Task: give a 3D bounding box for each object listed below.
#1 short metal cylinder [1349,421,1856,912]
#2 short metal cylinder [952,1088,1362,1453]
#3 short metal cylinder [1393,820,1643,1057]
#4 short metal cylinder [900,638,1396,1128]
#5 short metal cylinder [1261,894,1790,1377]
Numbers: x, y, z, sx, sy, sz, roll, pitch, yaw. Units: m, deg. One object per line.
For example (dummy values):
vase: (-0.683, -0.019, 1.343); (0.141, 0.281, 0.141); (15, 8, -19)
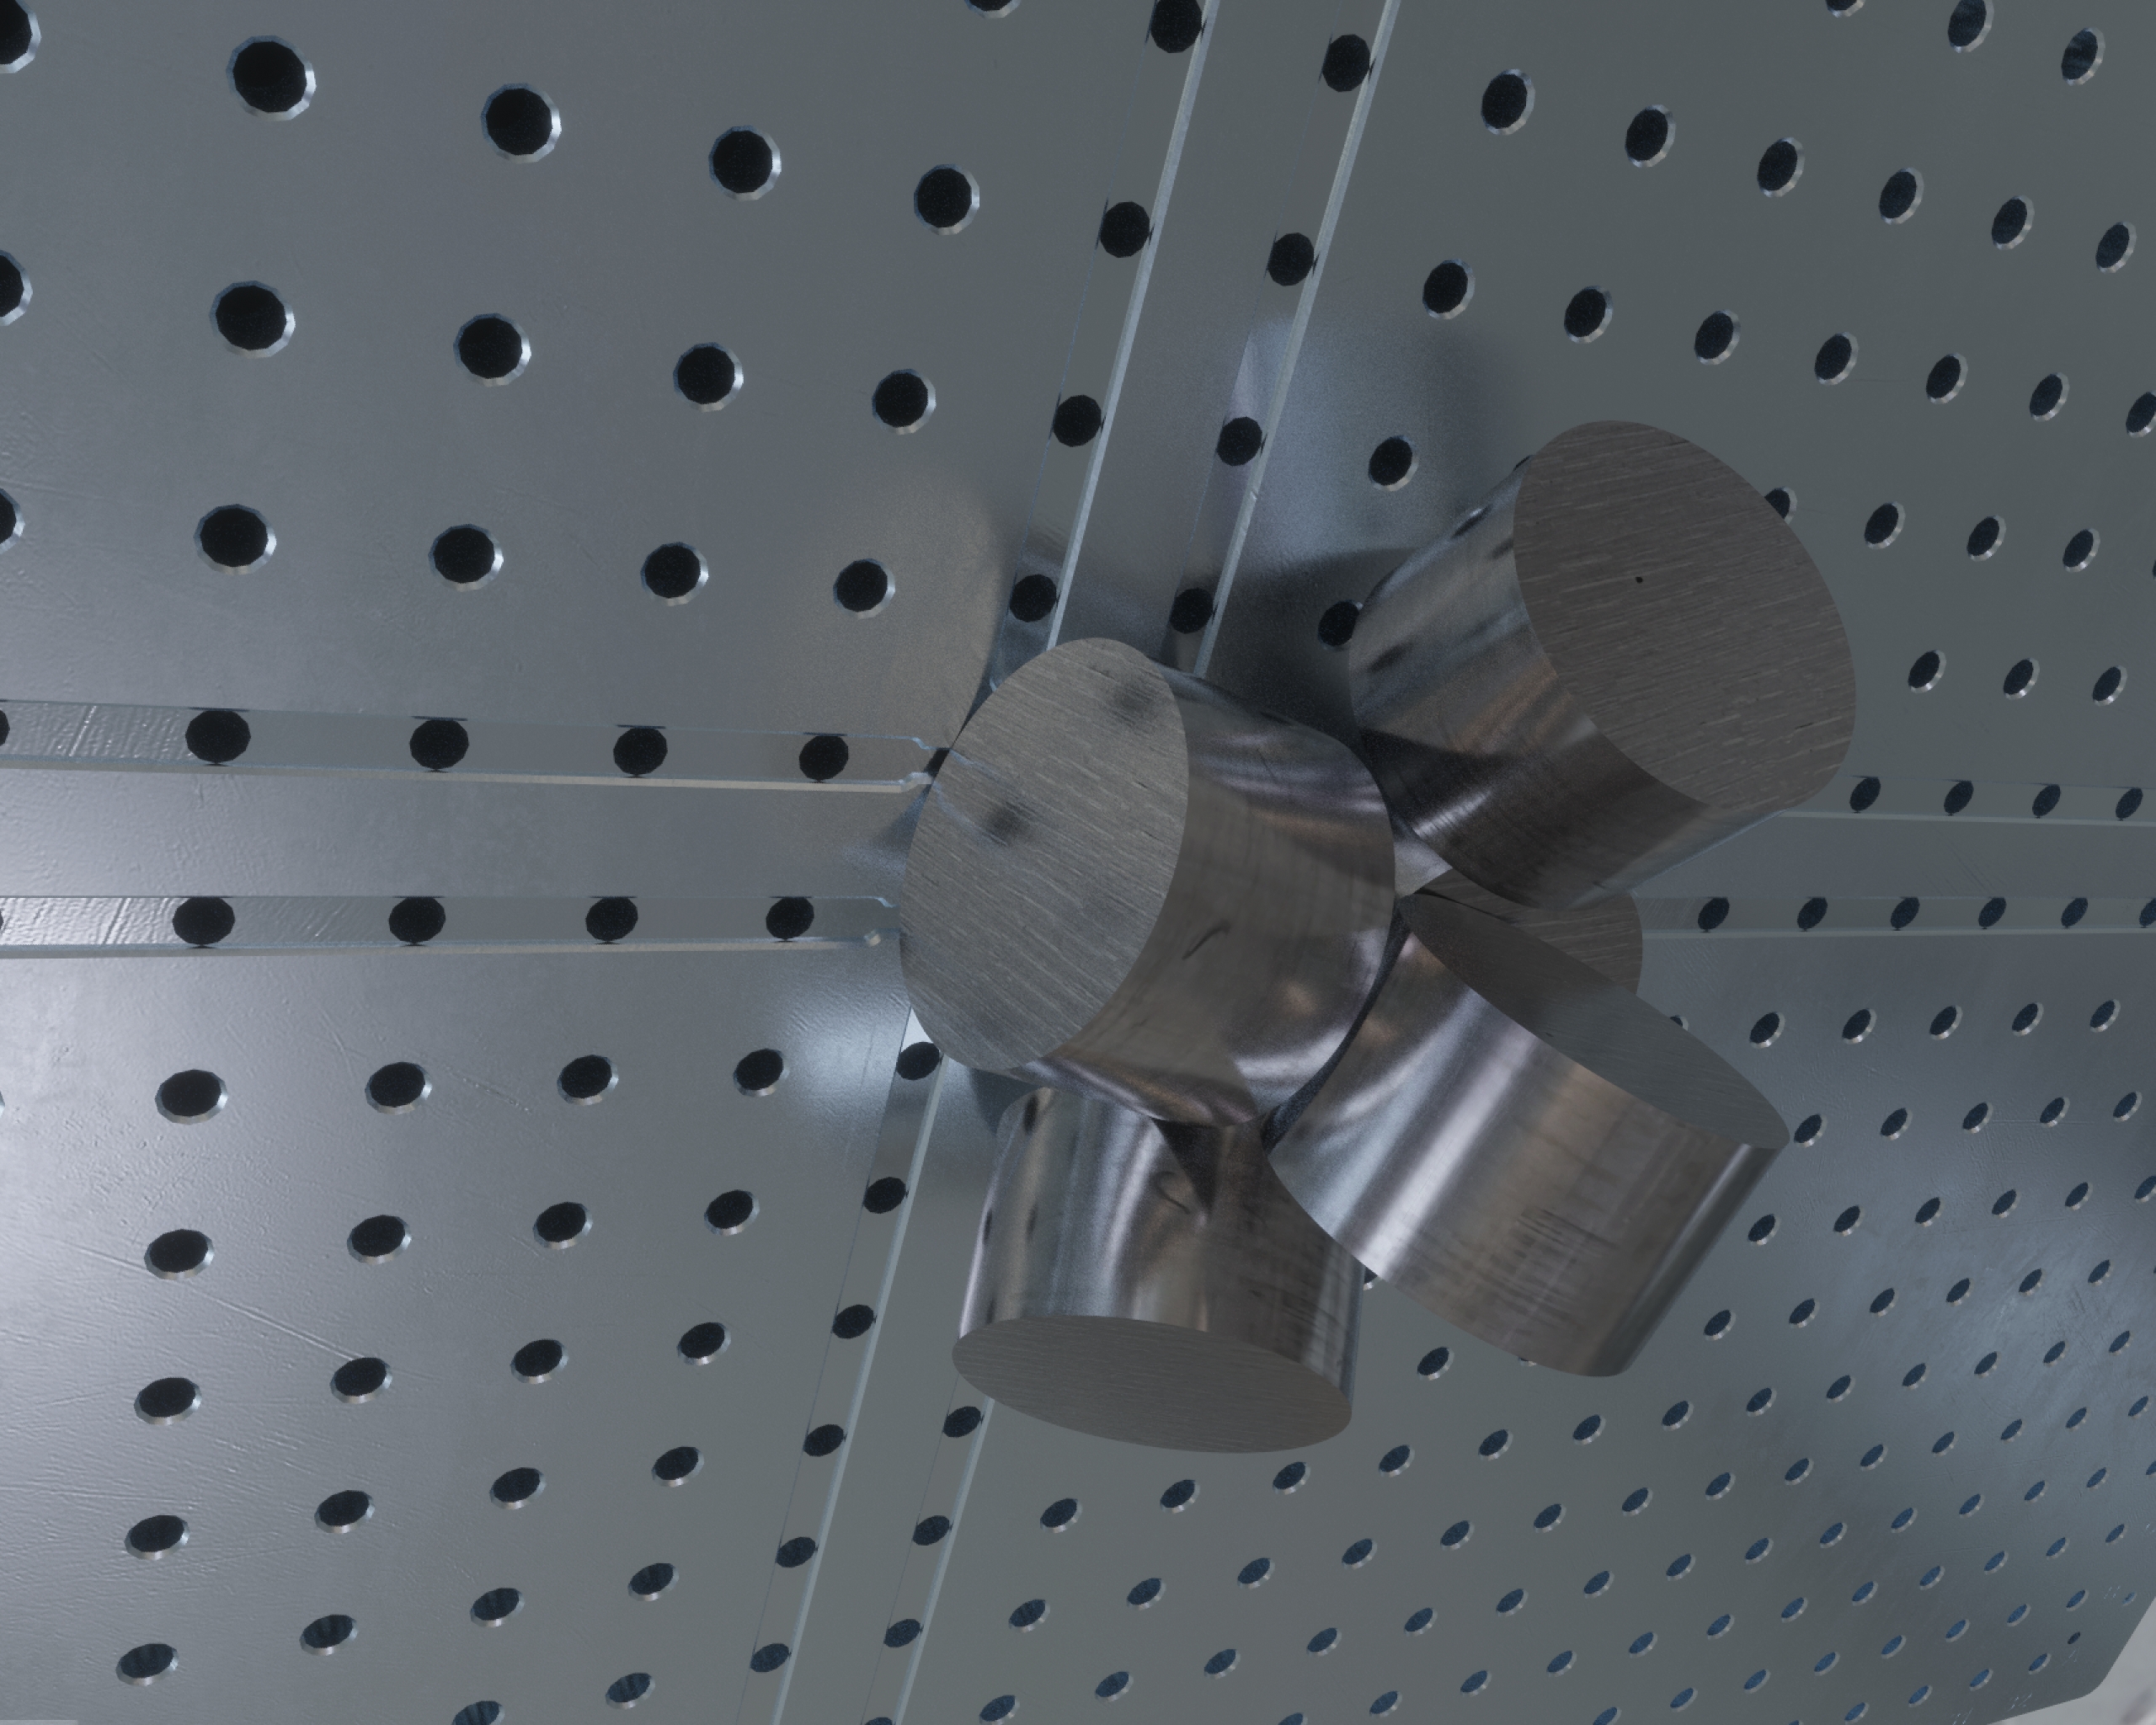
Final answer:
short metal cylinder: (0.100, -0.036, 0.398); (0.081, 0.080, 0.050); (2, 157, -29)
short metal cylinder: (0.018, 0.084, 0.430); (0.080, 0.050, 0.080); (8, 149, 5)
short metal cylinder: (0.072, 0.020, 0.445); (0.081, 0.050, 0.079); (-13, 123, -21)
short metal cylinder: (0.011, 0.005, 0.384); (0.050, 0.080, 0.080); (20, 107, -36)
short metal cylinder: (0.081, 0.048, 0.384); (0.081, 0.080, 0.050); (19, 108, -36)
